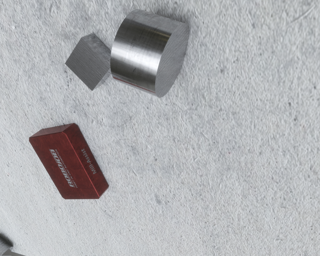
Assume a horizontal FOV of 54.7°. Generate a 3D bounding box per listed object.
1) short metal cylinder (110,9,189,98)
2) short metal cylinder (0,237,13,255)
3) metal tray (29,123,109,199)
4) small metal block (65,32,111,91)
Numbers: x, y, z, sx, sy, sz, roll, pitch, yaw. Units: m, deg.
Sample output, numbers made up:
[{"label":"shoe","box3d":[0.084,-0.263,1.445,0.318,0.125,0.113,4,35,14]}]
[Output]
[{"label":"short metal cylinder","box3d":[-0.009,-0.078,0.328,0.050,0.080,0.079,23,127,14]},{"label":"short metal cylinder","box3d":[-0.432,0.326,0.800,0.050,0.080,0.080,38,129,3]},{"label":"metal tray","box3d":[-0.152,0.060,0.521,0.090,0.030,0.129,-9,114,32]},{"label":"small metal block","box3d":[-0.087,-0.085,0.400,0.050,0.025,0.050,46,129,-4]}]
